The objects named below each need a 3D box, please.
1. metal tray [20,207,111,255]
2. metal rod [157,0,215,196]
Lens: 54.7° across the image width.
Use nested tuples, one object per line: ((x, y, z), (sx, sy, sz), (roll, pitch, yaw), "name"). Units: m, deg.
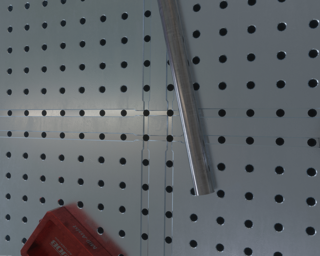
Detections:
((-0.135, 0.193, 0.457), (0.130, 0.030, 0.090), (39, 102, 15), "metal tray")
((0.029, -0.064, 0.402), (0.025, 0.025, 0.298), (-12, 86, 19), "metal rod")
